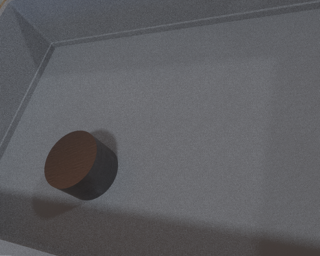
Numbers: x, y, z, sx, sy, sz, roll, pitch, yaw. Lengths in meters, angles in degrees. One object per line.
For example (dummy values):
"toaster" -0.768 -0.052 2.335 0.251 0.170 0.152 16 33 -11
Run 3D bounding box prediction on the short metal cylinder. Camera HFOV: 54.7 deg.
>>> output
"short metal cylinder" -0.104 0.050 0.412 0.080 0.050 0.080 -13 56 20
